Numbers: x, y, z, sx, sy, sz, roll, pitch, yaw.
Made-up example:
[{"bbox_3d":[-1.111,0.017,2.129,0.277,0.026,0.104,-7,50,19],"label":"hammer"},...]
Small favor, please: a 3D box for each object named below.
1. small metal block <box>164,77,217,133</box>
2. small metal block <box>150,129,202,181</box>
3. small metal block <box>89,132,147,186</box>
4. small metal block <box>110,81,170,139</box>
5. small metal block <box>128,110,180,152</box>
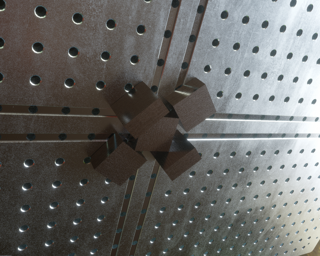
[{"bbox_3d":[0.042,-0.031,0.414,0.050,0.025,0.050,-34,129,-5],"label":"small metal block"},{"bbox_3d":[0.021,0.037,0.428,0.050,0.050,0.025,-36,129,-4],"label":"small metal block"},{"bbox_3d":[-0.054,0.041,0.406,0.050,0.025,0.050,-44,130,2],"label":"small metal block"},{"bbox_3d":[-0.025,-0.022,0.367,0.050,0.050,0.025,-39,130,-1],"label":"small metal block"},{"bbox_3d":[-0.008,0.003,0.407,0.050,0.025,0.050,4,115,-29],"label":"small metal block"}]
